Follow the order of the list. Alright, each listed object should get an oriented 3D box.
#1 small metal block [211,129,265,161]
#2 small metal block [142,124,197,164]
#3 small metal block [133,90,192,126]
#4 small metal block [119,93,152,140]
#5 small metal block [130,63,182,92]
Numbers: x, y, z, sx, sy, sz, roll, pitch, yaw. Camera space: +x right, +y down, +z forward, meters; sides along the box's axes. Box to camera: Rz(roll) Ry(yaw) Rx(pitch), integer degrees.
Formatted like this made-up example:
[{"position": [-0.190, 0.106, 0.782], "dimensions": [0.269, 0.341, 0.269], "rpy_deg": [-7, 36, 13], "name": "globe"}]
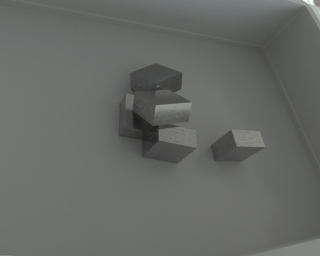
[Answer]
[{"position": [0.108, 0.026, 0.435], "dimensions": [0.050, 0.050, 0.025], "rpy_deg": [3, 61, -27], "name": "small metal block"}, {"position": [0.011, 0.020, 0.385], "dimensions": [0.050, 0.050, 0.025], "rpy_deg": [13, 57, -22], "name": "small metal block"}, {"position": [0.002, -0.026, 0.376], "dimensions": [0.050, 0.025, 0.050], "rpy_deg": [-7, 27, -32], "name": "small metal block"}, {"position": [-0.025, -0.013, 0.401], "dimensions": [0.050, 0.025, 0.050], "rpy_deg": [11, 57, -23], "name": "small metal block"}, {"position": [-0.005, -0.065, 0.428], "dimensions": [0.050, 0.025, 0.050], "rpy_deg": [27, 41, 35], "name": "small metal block"}]
